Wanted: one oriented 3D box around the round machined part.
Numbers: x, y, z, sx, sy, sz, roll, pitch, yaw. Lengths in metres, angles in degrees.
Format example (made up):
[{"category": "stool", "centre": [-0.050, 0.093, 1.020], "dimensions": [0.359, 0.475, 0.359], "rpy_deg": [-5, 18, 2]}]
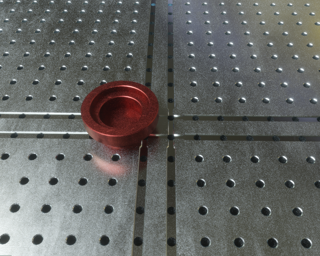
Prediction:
[{"category": "round machined part", "centre": [-0.051, -0.015, 0.409], "dimensions": [0.099, 0.042, 0.098], "rpy_deg": [0, 50, 0]}]
